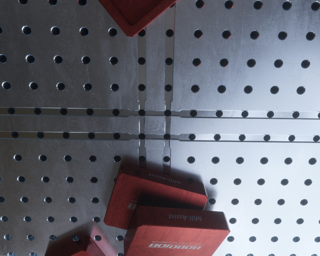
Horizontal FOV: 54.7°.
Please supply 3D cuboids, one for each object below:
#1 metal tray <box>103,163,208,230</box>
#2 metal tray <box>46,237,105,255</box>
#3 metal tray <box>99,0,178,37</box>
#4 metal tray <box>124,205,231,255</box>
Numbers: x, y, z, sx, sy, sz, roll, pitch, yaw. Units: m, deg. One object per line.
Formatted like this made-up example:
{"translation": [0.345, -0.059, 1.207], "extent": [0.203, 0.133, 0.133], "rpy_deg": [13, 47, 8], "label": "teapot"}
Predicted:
{"translation": [-0.007, 0.112, 0.452], "extent": [0.131, 0.030, 0.089], "rpy_deg": [16, 109, -7], "label": "metal tray"}
{"translation": [-0.120, 0.247, 0.500], "extent": [0.090, 0.030, 0.130], "rpy_deg": [-28, 108, 9], "label": "metal tray"}
{"translation": [-0.012, -0.177, 0.345], "extent": [0.130, 0.030, 0.090], "rpy_deg": [-36, 107, 12], "label": "metal tray"}
{"translation": [0.021, 0.153, 0.441], "extent": [0.131, 0.030, 0.089], "rpy_deg": [9, 128, -16], "label": "metal tray"}
